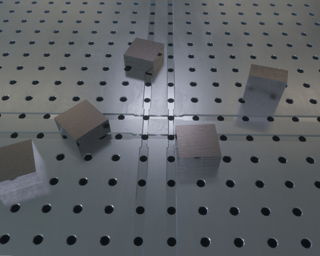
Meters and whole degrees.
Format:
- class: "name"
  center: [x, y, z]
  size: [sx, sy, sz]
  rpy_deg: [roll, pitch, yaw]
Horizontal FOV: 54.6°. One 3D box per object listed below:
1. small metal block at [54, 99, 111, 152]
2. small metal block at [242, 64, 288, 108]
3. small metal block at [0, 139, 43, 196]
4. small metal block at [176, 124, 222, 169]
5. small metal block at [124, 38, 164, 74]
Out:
- class: "small metal block"
  center: [-0.102, -0.004, 0.411]
  size: [0.050, 0.025, 0.050]
  rpy_deg: [-36, 59, -26]
- class: "small metal block"
  center: [0.149, -0.060, 0.442]
  size: [0.050, 0.050, 0.025]
  rpy_deg: [13, 51, 10]
- class: "small metal block"
  center: [-0.172, 0.046, 0.368]
  size: [0.050, 0.025, 0.050]
  rpy_deg: [-16, 52, -13]
- class: "small metal block"
  center: [0.046, 0.023, 0.389]
  size: [0.050, 0.025, 0.050]
  rpy_deg: [-2, 50, -2]
- class: "small metal block"
  center: [-0.025, -0.119, 0.508]
  size: [0.050, 0.025, 0.050]
  rpy_deg: [16, 52, 13]
